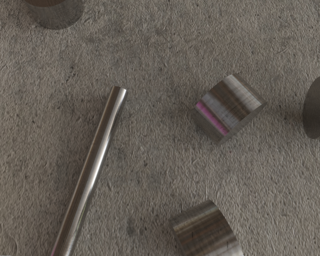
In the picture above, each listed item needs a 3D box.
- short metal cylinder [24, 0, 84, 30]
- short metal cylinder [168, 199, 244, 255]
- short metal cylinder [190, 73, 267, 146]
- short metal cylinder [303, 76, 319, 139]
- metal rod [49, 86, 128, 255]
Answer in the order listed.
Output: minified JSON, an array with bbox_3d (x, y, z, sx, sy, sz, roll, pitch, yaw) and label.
[{"bbox_3d":[-0.161,-0.196,0.465,0.081,0.050,0.080,0,70,0],"label":"short metal cylinder"},{"bbox_3d":[0.048,0.125,0.334,0.050,0.080,0.080,-24,72,-8],"label":"short metal cylinder"},{"bbox_3d":[0.085,-0.022,0.387,0.080,0.080,0.050,-37,74,-12],"label":"short metal cylinder"},{"bbox_3d":[0.222,-0.023,0.389,0.050,0.080,0.080,7,70,2],"label":"short metal cylinder"},{"bbox_3d":[-0.095,0.084,0.376,0.025,0.025,0.299,15,70,5],"label":"metal rod"}]
